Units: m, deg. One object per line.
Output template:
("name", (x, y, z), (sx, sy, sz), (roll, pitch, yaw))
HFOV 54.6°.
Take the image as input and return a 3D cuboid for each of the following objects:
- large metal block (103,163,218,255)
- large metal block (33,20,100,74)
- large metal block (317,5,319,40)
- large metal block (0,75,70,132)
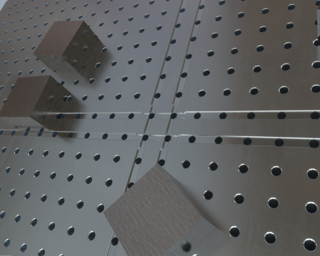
("large metal block", (0.000, 0.099, 0.332), (0.080, 0.050, 0.080), (-42, 51, -1))
("large metal block", (-0.174, -0.152, 0.578), (0.080, 0.050, 0.080), (12, 68, 33))
("large metal block", (0.239, -0.138, 0.352), (0.080, 0.050, 0.080), (30, 78, 37))
("large metal block", (-0.215, -0.041, 0.532), (0.080, 0.050, 0.080), (1, 62, 29))
